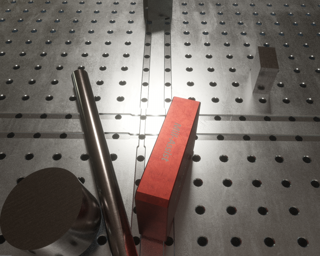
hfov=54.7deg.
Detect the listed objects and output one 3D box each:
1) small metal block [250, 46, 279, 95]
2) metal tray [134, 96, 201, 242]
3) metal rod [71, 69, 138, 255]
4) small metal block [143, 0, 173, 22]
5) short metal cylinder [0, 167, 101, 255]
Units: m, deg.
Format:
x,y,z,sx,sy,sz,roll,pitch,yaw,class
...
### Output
x,y,z,sx,sy,sz,roll,pitch,yaw,class
0.156,-0.087,0.466,0.025,0.050,0.050,5,50,4,small metal block
0.011,0.041,0.330,0.030,0.089,0.130,13,51,11,metal tray
-0.075,0.030,0.381,0.025,0.025,0.299,-14,52,-12,metal rod
-0.004,-0.236,0.590,0.050,0.050,0.025,-18,53,-15,small metal block
-0.106,0.086,0.308,0.080,0.050,0.080,-6,53,9,short metal cylinder
